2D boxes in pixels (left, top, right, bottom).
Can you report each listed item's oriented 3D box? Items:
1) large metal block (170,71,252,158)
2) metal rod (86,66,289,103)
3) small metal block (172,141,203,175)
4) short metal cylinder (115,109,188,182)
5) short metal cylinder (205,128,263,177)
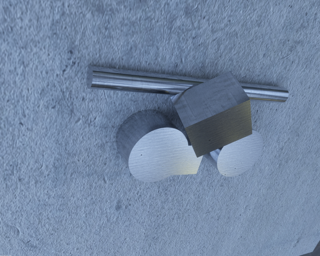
[{"bbox_3d":[0.068,-0.015,0.397,0.080,0.050,0.080,-24,145,3],"label":"large metal block"},{"bbox_3d":[0.056,-0.053,0.406,0.303,0.025,0.025,1,118,-29],"label":"metal rod"},{"bbox_3d":[0.034,0.041,0.453,0.050,0.025,0.050,2,118,-29],"label":"small metal block"},{"bbox_3d":[-0.011,0.022,0.399,0.081,0.050,0.079,-14,124,-21],"label":"short metal cylinder"},{"bbox_3d":[0.106,0.026,0.466,0.081,0.050,0.079,-14,124,-21],"label":"short metal cylinder"}]
